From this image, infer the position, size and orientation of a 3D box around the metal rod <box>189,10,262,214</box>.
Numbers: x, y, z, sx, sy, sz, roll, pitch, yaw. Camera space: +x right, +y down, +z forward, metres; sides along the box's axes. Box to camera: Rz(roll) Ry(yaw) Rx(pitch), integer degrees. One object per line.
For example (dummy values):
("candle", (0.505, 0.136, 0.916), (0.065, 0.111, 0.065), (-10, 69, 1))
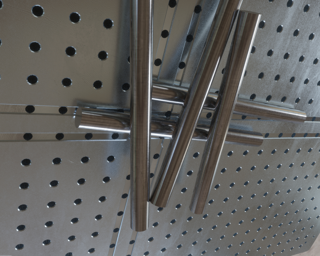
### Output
("metal rod", (0.081, -0.002, 0.422), (0.025, 0.025, 0.298), (-5, 121, -26))

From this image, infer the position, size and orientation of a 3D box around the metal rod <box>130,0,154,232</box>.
("metal rod", (-0.023, -0.008, 0.364), (0.025, 0.025, 0.298), (-8, 113, -25))

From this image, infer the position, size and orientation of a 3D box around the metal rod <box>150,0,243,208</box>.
("metal rod", (0.046, -0.040, 0.381), (0.025, 0.025, 0.298), (12, 103, -34))

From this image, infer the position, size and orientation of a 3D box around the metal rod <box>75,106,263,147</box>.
("metal rod", (0.034, 0.003, 0.433), (0.302, 0.025, 0.025), (7, 115, -32))

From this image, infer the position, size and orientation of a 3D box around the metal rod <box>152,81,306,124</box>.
("metal rod", (0.113, -0.033, 0.455), (0.302, 0.025, 0.025), (6, 115, -32))
